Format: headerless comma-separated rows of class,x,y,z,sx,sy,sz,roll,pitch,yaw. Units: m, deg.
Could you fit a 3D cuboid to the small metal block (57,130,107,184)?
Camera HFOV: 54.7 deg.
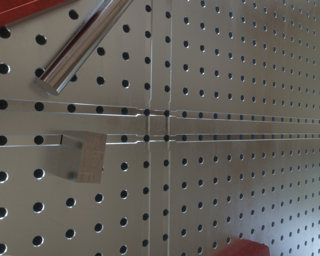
small metal block,-0.082,0.029,0.324,0.025,0.050,0.050,12,83,-40

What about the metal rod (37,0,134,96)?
metal rod,-0.043,-0.160,0.372,0.025,0.025,0.300,45,63,-31

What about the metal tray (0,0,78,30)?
metal tray,-0.134,-0.153,0.292,0.131,0.030,0.090,-40,114,-33

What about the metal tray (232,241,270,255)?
metal tray,0.158,0.278,0.539,0.091,0.030,0.129,-12,98,-39
